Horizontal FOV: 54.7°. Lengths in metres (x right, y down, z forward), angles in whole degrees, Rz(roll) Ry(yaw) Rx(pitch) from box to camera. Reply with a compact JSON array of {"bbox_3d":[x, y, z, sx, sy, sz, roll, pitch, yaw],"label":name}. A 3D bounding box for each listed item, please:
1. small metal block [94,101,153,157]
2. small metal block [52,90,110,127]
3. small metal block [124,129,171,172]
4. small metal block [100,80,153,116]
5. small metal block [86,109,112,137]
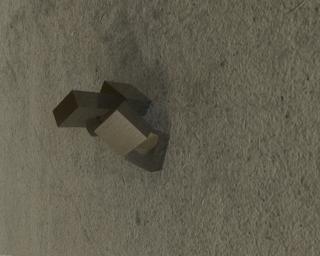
[{"bbox_3d":[-0.046,0.002,0.394,0.050,0.025,0.050,44,124,-12],"label":"small metal block"},{"bbox_3d":[-0.103,-0.024,0.408,0.050,0.050,0.025,-36,68,34],"label":"small metal block"},{"bbox_3d":[-0.018,0.026,0.419,0.050,0.025,0.050,21,103,37],"label":"small metal block"},{"bbox_3d":[-0.048,-0.041,0.428,0.050,0.050,0.025,39,114,32],"label":"small metal block"},{"bbox_3d":[-0.087,-0.014,0.460,0.025,0.050,0.050,-52,60,27],"label":"small metal block"}]
